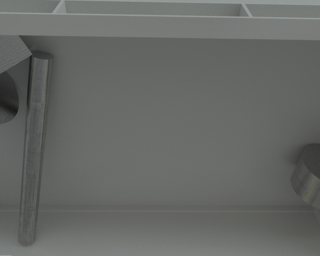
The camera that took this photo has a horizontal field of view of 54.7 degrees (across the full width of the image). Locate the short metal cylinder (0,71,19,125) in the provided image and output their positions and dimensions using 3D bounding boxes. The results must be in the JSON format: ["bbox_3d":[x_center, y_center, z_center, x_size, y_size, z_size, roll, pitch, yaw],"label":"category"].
[{"bbox_3d":[-0.205,-0.035,0.340,0.050,0.080,0.080,-19,128,15],"label":"short metal cylinder"}]

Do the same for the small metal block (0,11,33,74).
[{"bbox_3d":[-0.171,-0.087,0.319,0.050,0.025,0.050,-36,127,-10],"label":"small metal block"}]

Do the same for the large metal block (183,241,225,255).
[{"bbox_3d":[0.092,0.279,0.615,0.080,0.080,0.050,-10,130,8],"label":"large metal block"}]

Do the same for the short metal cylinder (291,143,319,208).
[{"bbox_3d":[0.233,0.067,0.434,0.081,0.080,0.050,2,130,-2],"label":"short metal cylinder"}]

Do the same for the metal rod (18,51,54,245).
[{"bbox_3d":[-0.168,0.045,0.410,0.025,0.025,0.298,12,119,-10],"label":"metal rod"}]
